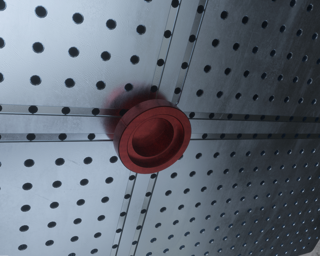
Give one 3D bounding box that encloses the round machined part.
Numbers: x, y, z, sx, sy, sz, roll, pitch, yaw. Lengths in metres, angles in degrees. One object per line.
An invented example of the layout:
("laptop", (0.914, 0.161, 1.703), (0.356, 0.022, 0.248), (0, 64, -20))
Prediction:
("round machined part", (-0.013, 0.007, 0.397), (0.099, 0.042, 0.097), (-14, 124, -21))
